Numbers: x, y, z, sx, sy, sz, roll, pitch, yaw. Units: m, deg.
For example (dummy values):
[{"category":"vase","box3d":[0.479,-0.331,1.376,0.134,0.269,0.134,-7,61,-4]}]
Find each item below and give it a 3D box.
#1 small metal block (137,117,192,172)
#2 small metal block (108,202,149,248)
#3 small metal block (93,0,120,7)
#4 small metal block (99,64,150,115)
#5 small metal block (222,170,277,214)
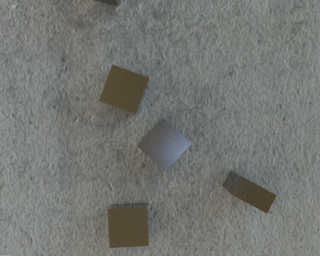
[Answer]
[{"category":"small metal block","box3d":[0.006,0.021,0.410,0.050,0.025,0.050,42,90,-1]},{"category":"small metal block","box3d":[-0.041,0.128,0.410,0.050,0.025,0.050,-3,90,-1]},{"category":"small metal block","box3d":[-0.075,-0.195,0.409,0.050,0.025,0.050,14,90,-1]},{"category":"small metal block","box3d":[-0.046,-0.050,0.409,0.050,0.025,0.050,20,90,-1]},{"category":"small metal block","box3d":[0.113,0.081,0.399,0.050,0.050,0.025,29,90,-1]}]
